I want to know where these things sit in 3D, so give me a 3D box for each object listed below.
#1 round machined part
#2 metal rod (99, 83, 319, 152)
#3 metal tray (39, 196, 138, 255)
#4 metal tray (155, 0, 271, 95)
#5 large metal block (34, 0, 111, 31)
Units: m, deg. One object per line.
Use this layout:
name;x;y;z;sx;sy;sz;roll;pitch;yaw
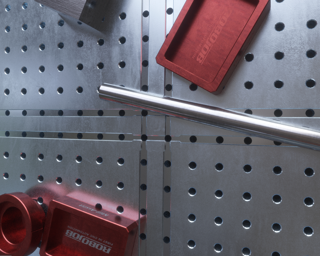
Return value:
round machined part;-0.214;0.146;0.473;0.098;0.042;0.097;-1;88;26
metal rod;0.059;-0.017;0.391;0.301;0.025;0.025;14;95;19
metal tray;-0.105;0.161;0.445;0.130;0.030;0.089;14;95;19
metal tray;0.064;-0.118;0.386;0.090;0.030;0.129;32;100;16
large metal block;-0.117;-0.196;0.439;0.080;0.050;0.080;27;99;17
